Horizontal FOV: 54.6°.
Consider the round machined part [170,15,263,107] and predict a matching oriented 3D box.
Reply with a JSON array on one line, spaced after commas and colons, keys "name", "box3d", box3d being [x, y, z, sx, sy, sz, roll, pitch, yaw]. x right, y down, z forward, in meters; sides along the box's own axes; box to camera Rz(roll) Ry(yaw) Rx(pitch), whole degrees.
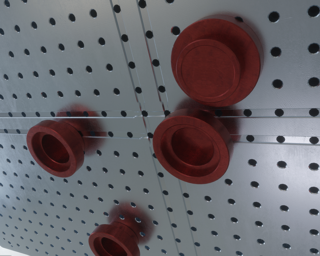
[{"name": "round machined part", "box3d": [0.056, -0.066, 0.330, 0.098, 0.042, 0.097, 13, 124, 21]}]

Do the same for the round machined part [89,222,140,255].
[{"name": "round machined part", "box3d": [-0.080, 0.215, 0.576, 0.098, 0.042, 0.097, 13, 124, 21]}]

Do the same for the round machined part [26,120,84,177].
[{"name": "round machined part", "box3d": [-0.164, 0.029, 0.506, 0.098, 0.042, 0.097, 13, 124, 21]}]

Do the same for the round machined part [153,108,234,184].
[{"name": "round machined part", "box3d": [0.044, 0.019, 0.389, 0.098, 0.042, 0.097, 13, 124, 21]}]
